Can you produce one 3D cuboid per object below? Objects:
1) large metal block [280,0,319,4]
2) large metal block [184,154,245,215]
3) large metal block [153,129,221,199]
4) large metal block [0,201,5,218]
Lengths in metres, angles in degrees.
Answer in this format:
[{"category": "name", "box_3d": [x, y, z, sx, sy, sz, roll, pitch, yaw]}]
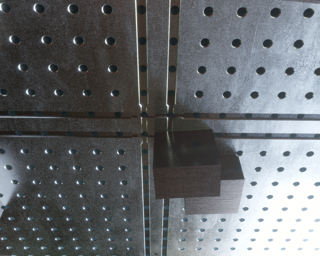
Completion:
[{"category": "large metal block", "box_3d": [0.134, -0.155, 0.264, 0.080, 0.050, 0.080, 4, 130, -4]}, {"category": "large metal block", "box_3d": [0.077, 0.086, 0.469, 0.080, 0.050, 0.080, -2, 130, 1]}, {"category": "large metal block", "box_3d": [0.034, 0.046, 0.410, 0.080, 0.080, 0.050, -3, 121, 2]}, {"category": "large metal block", "box_3d": [-0.315, 0.128, 0.501, 0.080, 0.050, 0.080, -3, 130, 2]}]
